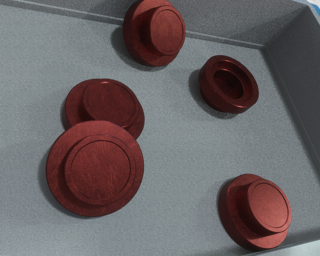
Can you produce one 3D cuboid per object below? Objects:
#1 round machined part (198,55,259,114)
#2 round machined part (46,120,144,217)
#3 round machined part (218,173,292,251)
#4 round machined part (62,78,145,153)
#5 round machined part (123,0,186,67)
[{"bbox_3d":[0.103,-0.064,0.489,0.099,0.042,0.098,14,56,-21],"label":"round machined part"},{"bbox_3d":[-0.063,0.040,0.312,0.099,0.042,0.097,1,87,-21],"label":"round machined part"},{"bbox_3d":[0.128,0.104,0.400,0.099,0.042,0.098,14,56,-21],"label":"round machined part"},{"bbox_3d":[-0.064,-0.020,0.373,0.099,0.042,0.098,14,56,-21],"label":"round machined part"},{"bbox_3d":[-0.001,-0.138,0.446,0.099,0.042,0.097,-9,104,-40],"label":"round machined part"}]
